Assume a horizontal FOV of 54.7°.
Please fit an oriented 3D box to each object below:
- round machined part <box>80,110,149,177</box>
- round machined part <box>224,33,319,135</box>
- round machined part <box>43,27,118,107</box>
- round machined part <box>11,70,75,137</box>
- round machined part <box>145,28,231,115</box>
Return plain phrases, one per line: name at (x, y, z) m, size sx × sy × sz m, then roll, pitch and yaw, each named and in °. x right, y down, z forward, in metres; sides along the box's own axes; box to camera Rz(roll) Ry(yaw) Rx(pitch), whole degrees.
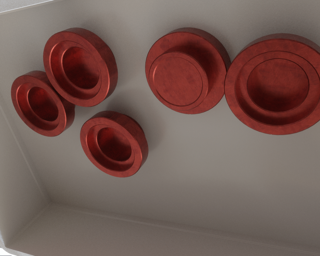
round machined part at (-0.060, 0.018, 0.439) m, size 0.098 × 0.042 × 0.097 m, roll 13°, pitch 124°, yaw 20°
round machined part at (0.117, -0.045, 0.308) m, size 0.098 × 0.042 × 0.097 m, roll 13°, pitch 124°, yaw 20°
round machined part at (-0.096, -0.080, 0.397) m, size 0.098 × 0.042 × 0.097 m, roll 13°, pitch 124°, yaw 20°
round machined part at (-0.166, -0.039, 0.459) m, size 0.098 × 0.042 × 0.097 m, roll 13°, pitch 124°, yaw 20°
round machined part at (0.027, -0.058, 0.347) m, size 0.098 × 0.042 × 0.097 m, roll 13°, pitch 124°, yaw 20°
